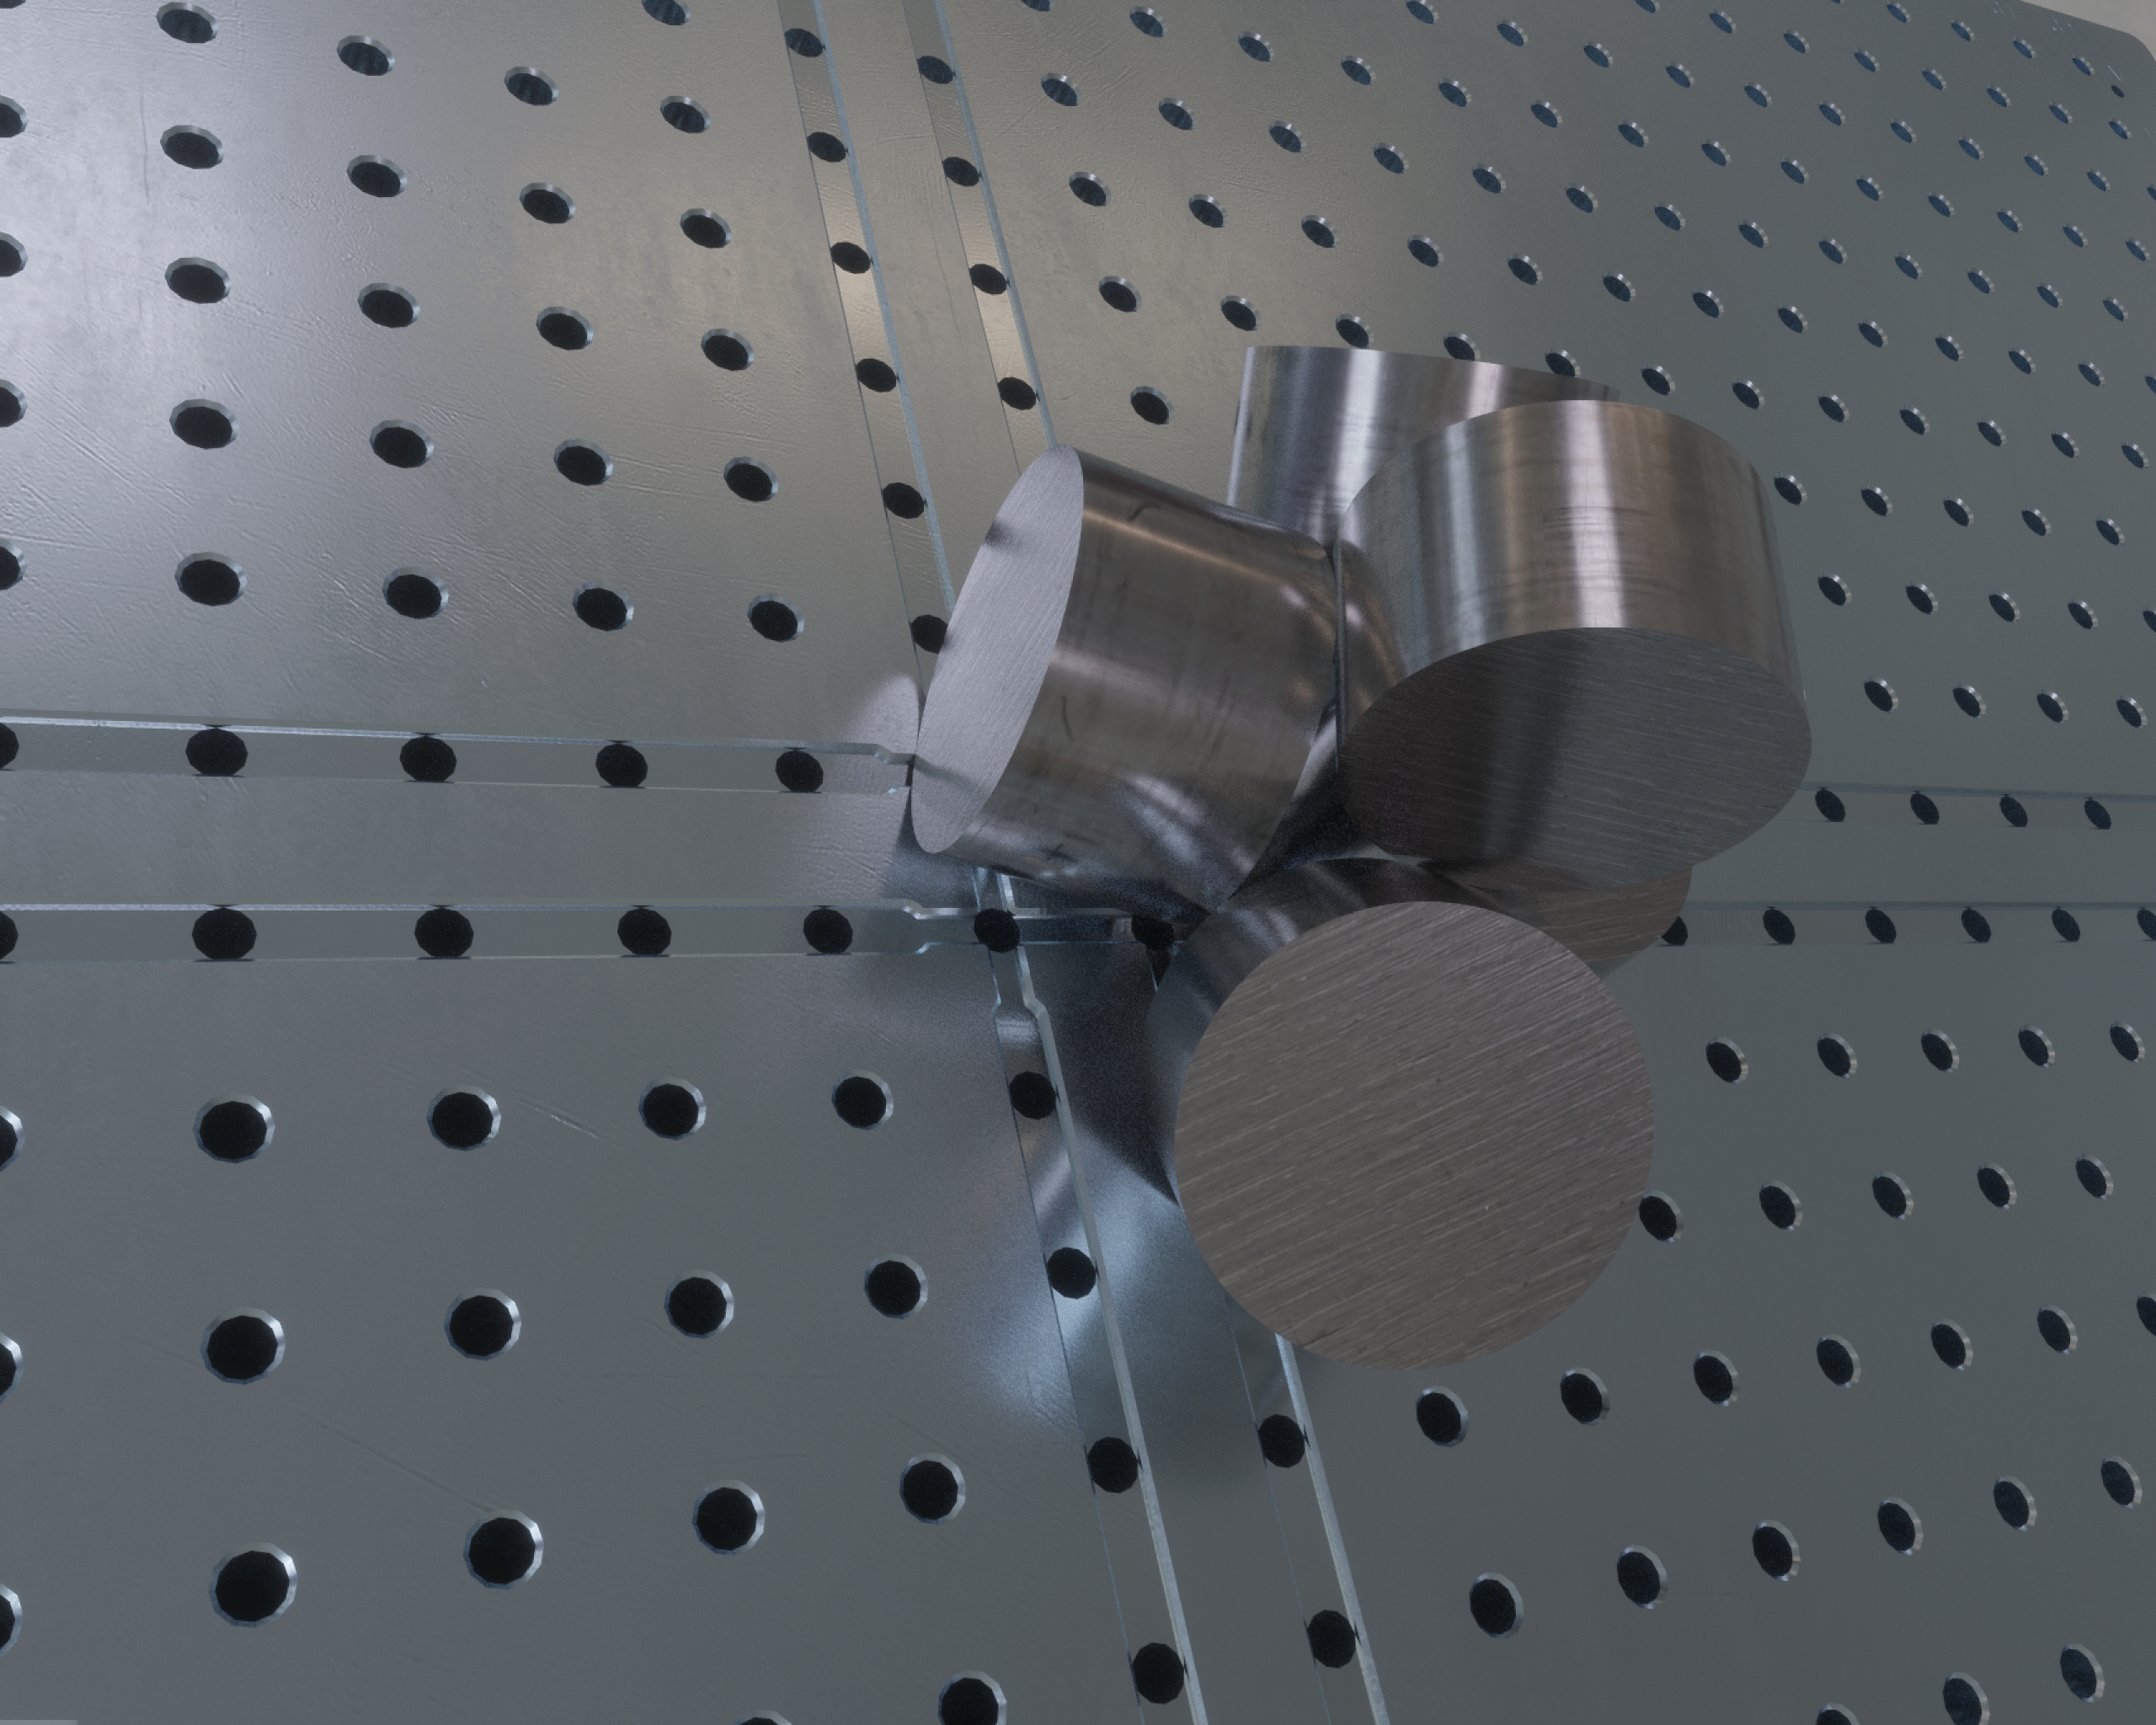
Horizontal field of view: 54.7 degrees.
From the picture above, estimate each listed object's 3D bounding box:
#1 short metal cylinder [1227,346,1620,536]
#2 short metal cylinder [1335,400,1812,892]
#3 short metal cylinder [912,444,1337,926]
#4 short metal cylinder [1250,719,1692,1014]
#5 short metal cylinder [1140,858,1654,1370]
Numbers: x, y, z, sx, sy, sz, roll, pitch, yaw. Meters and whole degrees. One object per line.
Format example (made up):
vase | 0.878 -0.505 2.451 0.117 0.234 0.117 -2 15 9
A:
short metal cylinder | 0.072 -0.081 0.452 0.081 0.080 0.050 2 101 -27
short metal cylinder | 0.087 -0.037 0.376 0.081 0.080 0.050 16 55 -19
short metal cylinder | 0.007 -0.033 0.396 0.050 0.080 0.080 17 55 -18
short metal cylinder | 0.079 -0.004 0.435 0.081 0.050 0.080 13 55 -20
short metal cylinder | 0.054 0.042 0.368 0.081 0.050 0.079 -1 98 -5
